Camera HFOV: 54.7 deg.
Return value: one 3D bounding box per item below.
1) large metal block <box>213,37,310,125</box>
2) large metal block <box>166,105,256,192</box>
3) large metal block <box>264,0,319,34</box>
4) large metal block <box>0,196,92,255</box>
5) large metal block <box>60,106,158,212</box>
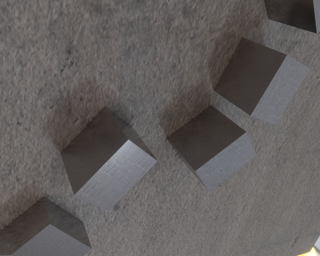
[{"bbox_3d":[0.129,-0.062,0.405,0.050,0.080,0.080,15,111,-35],"label":"large metal block"},{"bbox_3d":[0.069,0.026,0.427,0.080,0.080,0.050,-37,130,-4],"label":"large metal block"},{"bbox_3d":[0.184,-0.166,0.371,0.080,0.080,0.050,-36,129,-5],"label":"large metal block"},{"bbox_3d":[-0.151,0.149,0.401,0.080,0.050,0.080,-39,130,-2],"label":"large metal block"},{"bbox_3d":[-0.062,0.033,0.359,0.080,0.080,0.050,-46,130,3],"label":"large metal block"}]
